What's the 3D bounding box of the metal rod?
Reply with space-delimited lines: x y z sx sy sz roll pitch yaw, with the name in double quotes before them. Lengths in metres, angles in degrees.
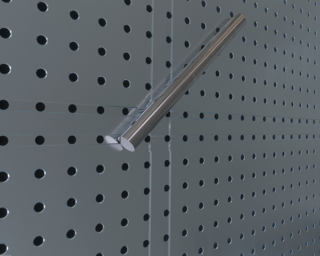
"metal rod" 0.046 -0.080 0.446 0.301 0.025 0.025 -49 119 -29
